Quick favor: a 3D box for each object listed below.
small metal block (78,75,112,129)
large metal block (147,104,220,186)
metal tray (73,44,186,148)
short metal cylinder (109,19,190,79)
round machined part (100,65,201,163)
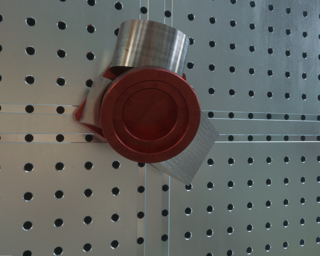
[{"bbox_3d":[-0.067,-0.026,0.342,0.025,0.050,0.050,21,83,-19],"label":"small metal block"},{"bbox_3d":[0.020,0.015,0.389,0.080,0.050,0.080,-58,138,-11],"label":"large metal block"},{"bbox_3d":[-0.037,-0.040,0.398,0.090,0.030,0.130,36,78,-17],"label":"metal tray"},{"bbox_3d":[-0.011,-0.080,0.348,0.081,0.080,0.050,14,85,-20],"label":"short metal cylinder"},{"bbox_3d":[-0.011,-0.016,0.321,0.099,0.042,0.097,-3,110,-8],"label":"round machined part"}]
